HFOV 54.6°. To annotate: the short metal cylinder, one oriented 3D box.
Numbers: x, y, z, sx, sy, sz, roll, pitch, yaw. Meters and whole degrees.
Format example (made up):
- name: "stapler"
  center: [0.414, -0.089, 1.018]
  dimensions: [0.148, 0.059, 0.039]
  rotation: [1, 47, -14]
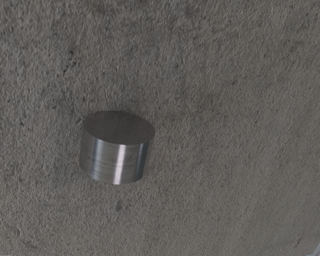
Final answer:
- name: "short metal cylinder"
  center: [-0.049, 0.020, 0.356]
  dimensions: [0.081, 0.080, 0.050]
  rotation: [-2, 119, -28]
